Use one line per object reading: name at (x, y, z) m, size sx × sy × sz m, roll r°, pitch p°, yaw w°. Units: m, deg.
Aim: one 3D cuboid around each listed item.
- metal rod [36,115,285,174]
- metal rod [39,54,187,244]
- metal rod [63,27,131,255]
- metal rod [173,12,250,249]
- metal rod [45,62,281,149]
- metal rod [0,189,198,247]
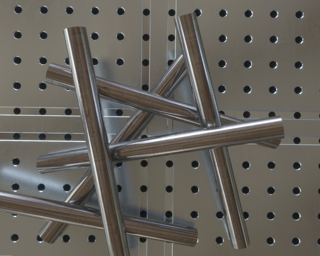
metal rod at (-0.012, 0.024, 0.371) m, size 0.301 × 0.025 × 0.025 m, roll -10°, pitch 90°, yaw 15°
metal rod at (-0.058, 0.027, 0.413) m, size 0.025 × 0.025 × 0.300 m, roll 38°, pitch 90°, yaw 0°
metal rod at (-0.069, 0.037, 0.360) m, size 0.025 × 0.025 × 0.298 m, roll -10°, pitch 97°, yaw 0°
metal rod at (0.067, 0.015, 0.379) m, size 0.025 × 0.025 × 0.299 m, roll -16°, pitch 104°, yaw 0°
metal rod at (0.012, -0.025, 0.391) m, size 0.302 × 0.025 × 0.025 m, roll 16°, pitch 90°, yaw -9°
metal rod at (-0.099, 0.110, 0.389) m, size 0.302 × 0.025 × 0.025 m, roll 14°, pitch 90°, yaw -9°
